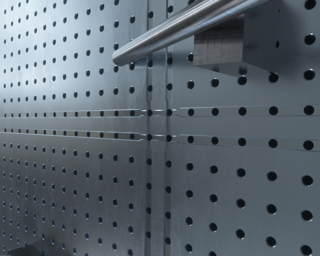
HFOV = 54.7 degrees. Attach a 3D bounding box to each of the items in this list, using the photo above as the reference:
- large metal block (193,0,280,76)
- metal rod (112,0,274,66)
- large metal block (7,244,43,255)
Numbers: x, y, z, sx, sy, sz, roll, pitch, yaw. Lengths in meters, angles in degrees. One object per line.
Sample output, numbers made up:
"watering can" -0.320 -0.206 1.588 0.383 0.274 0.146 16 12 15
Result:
"large metal block" 0.078 -0.098 0.309 0.050 0.081 0.079 4 93 40
"metal rod" 0.004 -0.098 0.325 0.299 0.025 0.025 -174 86 -65
"large metal block" -0.263 0.292 0.611 0.080 0.050 0.079 20 103 38
